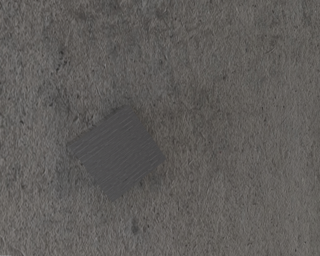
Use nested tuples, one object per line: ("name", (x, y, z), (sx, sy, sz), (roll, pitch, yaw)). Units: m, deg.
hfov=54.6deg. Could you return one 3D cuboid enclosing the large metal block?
("large metal block", (-0.053, 0.028, 0.376), (0.080, 0.050, 0.080), (-38, 102, -16))
